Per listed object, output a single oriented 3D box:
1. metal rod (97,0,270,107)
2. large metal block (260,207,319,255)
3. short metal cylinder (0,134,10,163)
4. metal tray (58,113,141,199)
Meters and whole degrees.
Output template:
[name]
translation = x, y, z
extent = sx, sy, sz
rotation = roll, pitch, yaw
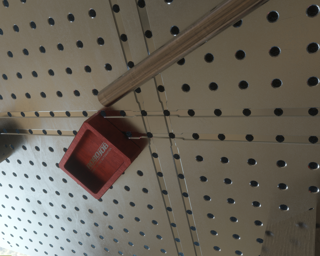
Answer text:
[metal rod]
translation = 0.031, -0.095, 0.336
extent = 0.299, 0.025, 0.025
rotation = -27, 104, 37
[large metal block]
translation = 0.173, 0.156, 0.381
extent = 0.050, 0.080, 0.080
rotation = 45, 129, -3
[short metal cylinder]
translation = -0.343, 0.042, 0.602
extent = 0.080, 0.050, 0.079
rotation = 13, 124, 21
[metal tray]
translation = -0.099, 0.048, 0.489
extent = 0.090, 0.030, 0.129
rotation = 41, 129, 0
